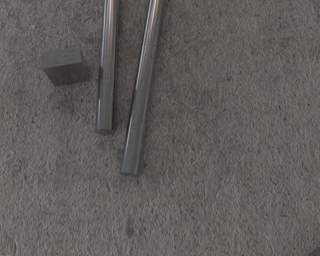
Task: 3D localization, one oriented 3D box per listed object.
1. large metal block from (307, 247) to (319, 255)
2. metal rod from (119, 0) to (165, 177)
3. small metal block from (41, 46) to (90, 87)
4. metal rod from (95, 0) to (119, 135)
[{"bbox_3d":[0.178,0.186,0.328,0.080,0.050,0.080,-31,73,-11],"label":"large metal block"},{"bbox_3d":[-0.020,-0.081,0.437,0.025,0.025,0.299,7,70,2],"label":"metal rod"},{"bbox_3d":[-0.128,-0.083,0.424,0.050,0.050,0.025,-11,71,-4],"label":"small metal block"},{"bbox_3d":[-0.074,-0.135,0.456,0.025,0.025,0.299,-1,70,0],"label":"metal rod"}]
